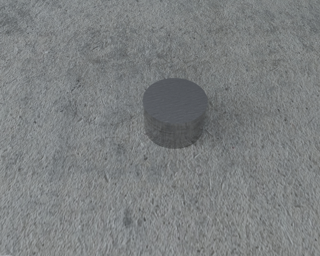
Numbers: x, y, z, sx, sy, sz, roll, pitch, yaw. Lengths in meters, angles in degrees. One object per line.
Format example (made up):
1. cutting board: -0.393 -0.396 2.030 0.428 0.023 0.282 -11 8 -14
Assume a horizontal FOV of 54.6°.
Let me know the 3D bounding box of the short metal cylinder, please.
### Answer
1. short metal cylinder: 0.019 -0.020 0.404 0.080 0.050 0.080 0 50 0
